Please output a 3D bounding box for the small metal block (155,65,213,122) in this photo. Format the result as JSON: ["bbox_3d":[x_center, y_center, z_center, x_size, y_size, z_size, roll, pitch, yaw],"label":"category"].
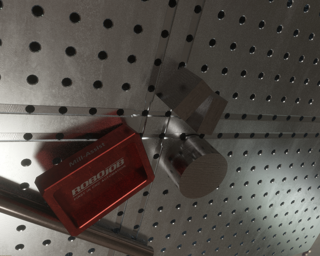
[{"bbox_3d":[0.029,-0.044,0.385,0.050,0.050,0.025,-47,130,4],"label":"small metal block"}]

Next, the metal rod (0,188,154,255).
[{"bbox_3d":[-0.111,0.145,0.441,0.025,0.025,0.301,-47,130,5],"label":"metal rod"}]

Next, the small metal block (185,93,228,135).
[{"bbox_3d":[0.056,-0.025,0.412,0.025,0.050,0.050,10,113,-33],"label":"small metal block"}]

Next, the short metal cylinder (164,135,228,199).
[{"bbox_3d":[0.052,0.058,0.462,0.081,0.050,0.079,-14,124,-21],"label":"short metal cylinder"}]

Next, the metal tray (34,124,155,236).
[{"bbox_3d":[-0.076,0.065,0.392,0.131,0.030,0.090,-33,130,-21],"label":"metal tray"}]
